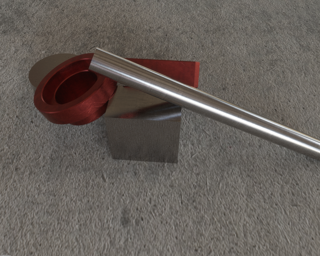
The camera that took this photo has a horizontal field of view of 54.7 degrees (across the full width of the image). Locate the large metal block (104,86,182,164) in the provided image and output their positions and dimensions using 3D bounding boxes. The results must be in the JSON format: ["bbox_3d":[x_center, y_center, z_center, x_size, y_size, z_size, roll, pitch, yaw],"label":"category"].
[{"bbox_3d":[-0.017,-0.003,0.370,0.080,0.080,0.050,4,50,2],"label":"large metal block"}]

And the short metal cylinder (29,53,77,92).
[{"bbox_3d":[-0.136,-0.061,0.438,0.081,0.050,0.080,0,50,0],"label":"short metal cylinder"}]

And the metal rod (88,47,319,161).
[{"bbox_3d":[0.070,-0.018,0.345,0.302,0.025,0.025,20,49,-15],"label":"metal rod"}]

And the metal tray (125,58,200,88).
[{"bbox_3d":[0.003,-0.074,0.414,0.091,0.030,0.130,4,11,3],"label":"metal tray"}]

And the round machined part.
[{"bbox_3d":[-0.095,-0.042,0.370,0.098,0.042,0.098,-13,47,15],"label":"round machined part"}]
